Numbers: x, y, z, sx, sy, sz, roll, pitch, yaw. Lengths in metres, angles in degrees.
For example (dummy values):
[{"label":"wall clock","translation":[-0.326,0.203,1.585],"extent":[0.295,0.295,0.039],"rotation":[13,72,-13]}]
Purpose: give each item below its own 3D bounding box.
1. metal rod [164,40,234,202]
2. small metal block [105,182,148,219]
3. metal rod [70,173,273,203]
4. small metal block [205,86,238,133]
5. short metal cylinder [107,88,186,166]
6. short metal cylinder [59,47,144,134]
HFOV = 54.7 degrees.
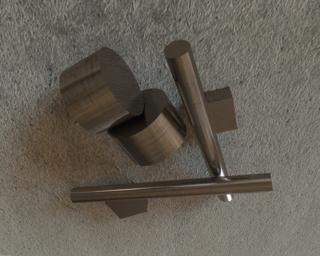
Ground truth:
[{"label":"metal rod","translation":[0.061,0.018,0.390],"extent":[0.025,0.025,0.299],"rotation":[-14,139,11]},{"label":"small metal block","translation":[-0.054,0.120,0.509],"extent":[0.050,0.025,0.050],"rotation":[-19,128,15]},{"label":"metal rod","translation":[0.004,0.090,0.450],"extent":[0.301,0.025,0.025],"rotation":[-8,131,19]},{"label":"small metal block","translation":[0.068,-0.020,0.391],"extent":[0.050,0.025,0.050],"rotation":[-12,129,9]},{"label":"short metal cylinder","translation":[-0.016,-0.002,0.369],"extent":[0.080,0.080,0.050],"rotation":[-23,127,18]},{"label":"short metal cylinder","translation":[-0.061,-0.040,0.337],"extent":[0.050,0.080,0.080],"rotation":[-25,126,19]}]
